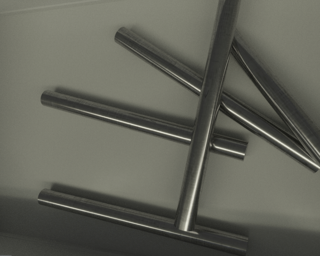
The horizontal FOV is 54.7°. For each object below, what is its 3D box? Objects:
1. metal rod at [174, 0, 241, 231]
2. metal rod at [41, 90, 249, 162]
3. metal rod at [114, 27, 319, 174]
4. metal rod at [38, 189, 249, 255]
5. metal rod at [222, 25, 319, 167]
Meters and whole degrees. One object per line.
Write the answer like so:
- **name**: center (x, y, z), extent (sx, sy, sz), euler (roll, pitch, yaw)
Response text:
- **metal rod**: center (0.057, -0.027, 0.361), extent (0.025, 0.025, 0.298), euler (12, 94, 19)
- **metal rod**: center (-0.034, -0.008, 0.421), extent (0.301, 0.025, 0.025), euler (15, 95, 19)
- **metal rod**: center (0.063, -0.044, 0.387), extent (0.300, 0.025, 0.025), euler (36, 101, 16)
- **metal rod**: center (-0.036, 0.124, 0.422), extent (0.301, 0.025, 0.025), euler (8, 93, 19)
- **metal rod**: center (0.155, -0.002, 0.336), extent (0.025, 0.025, 0.299), euler (-38, 71, 16)
